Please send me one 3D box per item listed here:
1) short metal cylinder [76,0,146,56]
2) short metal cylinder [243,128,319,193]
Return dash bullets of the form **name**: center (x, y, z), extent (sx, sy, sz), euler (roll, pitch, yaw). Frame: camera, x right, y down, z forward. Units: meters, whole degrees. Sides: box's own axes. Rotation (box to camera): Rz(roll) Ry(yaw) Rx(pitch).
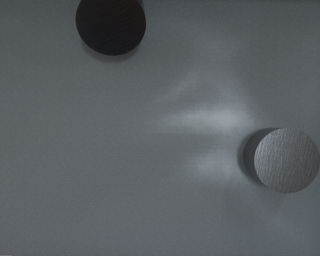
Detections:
- **short metal cylinder**: center (-0.059, -0.136, 0.379), extent (0.081, 0.050, 0.079), euler (-3, 129, -4)
- **short metal cylinder**: center (0.155, 0.040, 0.401), extent (0.081, 0.050, 0.079), euler (0, 90, -1)
